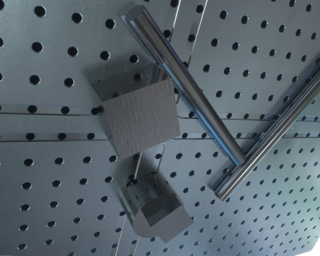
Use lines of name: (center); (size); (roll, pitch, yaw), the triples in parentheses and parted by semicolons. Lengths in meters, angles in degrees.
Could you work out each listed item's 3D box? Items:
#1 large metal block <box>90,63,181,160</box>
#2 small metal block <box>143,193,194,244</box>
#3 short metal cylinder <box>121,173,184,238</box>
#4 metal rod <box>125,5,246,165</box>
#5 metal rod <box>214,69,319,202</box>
large metal block: (-0.027, -0.021, 0.367); (0.081, 0.050, 0.080); (-22, 127, -15)
small metal block: (0.013, 0.126, 0.432); (0.050, 0.025, 0.050); (-35, 129, -5)
short metal cylinder: (-0.011, 0.115, 0.460); (0.081, 0.050, 0.079); (-14, 124, -21)
metal rod: (0.052, -0.034, 0.418); (0.025, 0.025, 0.300); (-42, 130, 1)
metal rod: (0.196, 0.005, 0.521); (0.025, 0.025, 0.299); (32, 100, -38)
